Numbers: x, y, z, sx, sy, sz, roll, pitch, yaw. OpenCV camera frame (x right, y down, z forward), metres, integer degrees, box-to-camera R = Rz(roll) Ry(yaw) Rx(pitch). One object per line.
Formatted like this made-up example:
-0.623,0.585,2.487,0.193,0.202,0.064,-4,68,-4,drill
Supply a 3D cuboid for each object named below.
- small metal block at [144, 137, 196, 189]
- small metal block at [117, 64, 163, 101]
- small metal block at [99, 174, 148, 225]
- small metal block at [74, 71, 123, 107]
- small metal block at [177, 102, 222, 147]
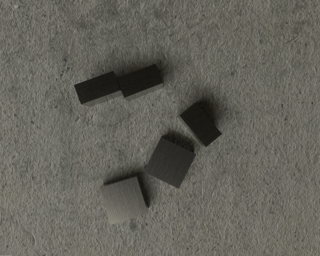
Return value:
0.013,0.045,0.410,0.050,0.025,0.050,26,90,0,small metal block
-0.024,-0.057,0.397,0.050,0.050,0.025,-21,90,0,small metal block
-0.047,0.093,0.410,0.050,0.025,0.050,-17,90,0,small metal block
-0.076,-0.049,0.397,0.050,0.050,0.025,-20,90,0,small metal block
0.049,-0.004,0.398,0.025,0.050,0.050,-40,90,0,small metal block
